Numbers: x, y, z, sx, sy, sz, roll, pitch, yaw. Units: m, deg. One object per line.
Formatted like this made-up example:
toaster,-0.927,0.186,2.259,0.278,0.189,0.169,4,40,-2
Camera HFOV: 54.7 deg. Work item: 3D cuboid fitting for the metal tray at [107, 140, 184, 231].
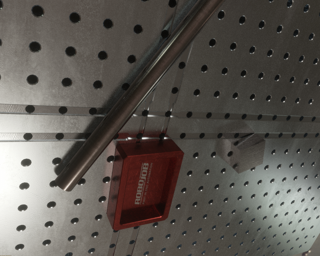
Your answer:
metal tray,-0.023,0.083,0.448,0.091,0.030,0.129,-3,120,-27

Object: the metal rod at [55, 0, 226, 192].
metal rod,-0.026,-0.043,0.371,0.025,0.025,0.299,34,99,-39

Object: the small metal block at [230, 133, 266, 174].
small metal block,0.147,0.043,0.521,0.050,0.025,0.050,-19,126,-18
